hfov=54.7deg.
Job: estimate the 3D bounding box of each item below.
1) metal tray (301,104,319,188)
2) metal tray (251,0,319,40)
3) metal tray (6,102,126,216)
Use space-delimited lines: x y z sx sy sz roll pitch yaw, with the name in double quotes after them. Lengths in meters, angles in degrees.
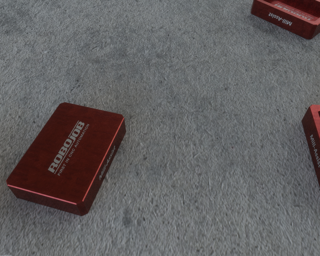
0.235 0.030 0.375 0.091 0.030 0.130 4 50 3 "metal tray"
0.253 -0.224 0.589 0.091 0.030 0.130 -36 59 -27 "metal tray"
-0.105 0.031 0.373 0.090 0.030 0.130 13 51 10 "metal tray"
